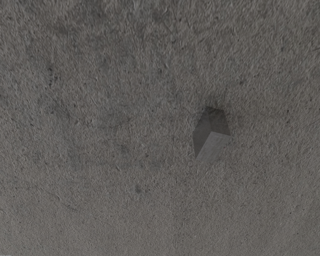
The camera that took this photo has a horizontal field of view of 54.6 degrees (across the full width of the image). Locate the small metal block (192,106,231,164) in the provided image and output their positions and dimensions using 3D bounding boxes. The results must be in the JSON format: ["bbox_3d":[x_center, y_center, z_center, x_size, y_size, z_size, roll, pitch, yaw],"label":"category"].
[{"bbox_3d":[0.064,0.009,0.398,0.025,0.050,0.050,14,129,-11],"label":"small metal block"}]
